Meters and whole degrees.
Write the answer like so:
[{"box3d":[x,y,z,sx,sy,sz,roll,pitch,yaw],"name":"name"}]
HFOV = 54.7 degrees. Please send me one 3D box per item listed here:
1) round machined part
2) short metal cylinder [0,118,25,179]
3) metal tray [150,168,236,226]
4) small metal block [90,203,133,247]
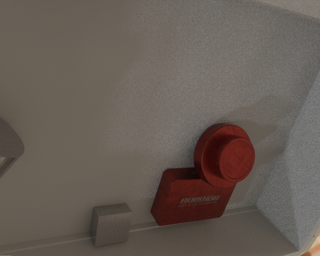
[{"box3d":[0.103,0.043,0.463,0.099,0.042,0.097,-5,100,-29],"name":"round machined part"},{"box3d":[-0.178,0.018,0.287,0.050,0.080,0.080,-47,130,5],"name":"short metal cylinder"},{"box3d":[0.058,0.110,0.507,0.131,0.030,0.089,2,117,-30],"name":"metal tray"},{"box3d":[-0.072,0.141,0.453,0.050,0.025,0.050,0,109,-29],"name":"small metal block"}]
